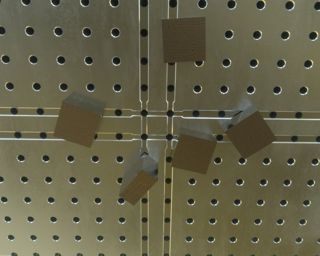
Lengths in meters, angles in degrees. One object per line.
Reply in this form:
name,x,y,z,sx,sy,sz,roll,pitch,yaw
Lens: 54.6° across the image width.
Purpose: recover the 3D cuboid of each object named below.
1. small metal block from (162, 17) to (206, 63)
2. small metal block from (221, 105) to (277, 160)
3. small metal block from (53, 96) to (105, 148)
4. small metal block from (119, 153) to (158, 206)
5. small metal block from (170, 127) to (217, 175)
small metal block,0.028,-0.107,0.374,0.050,0.025,0.050,-3,110,1
small metal block,0.119,0.006,0.416,0.050,0.025,0.050,-34,107,12
small metal block,-0.107,-0.008,0.410,0.050,0.025,0.050,19,109,-7
small metal block,-0.028,0.069,0.425,0.025,0.050,0.050,38,106,-13
small metal block,0.045,0.031,0.425,0.050,0.025,0.050,14,110,-5
